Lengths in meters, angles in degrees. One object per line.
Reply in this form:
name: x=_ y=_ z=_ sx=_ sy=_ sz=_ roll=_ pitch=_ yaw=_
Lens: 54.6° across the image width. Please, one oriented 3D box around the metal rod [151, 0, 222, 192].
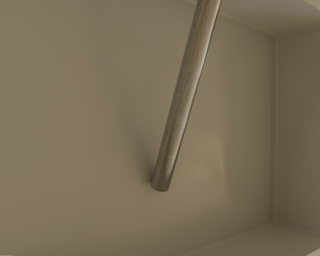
metal rod: x=0.033 y=-0.058 z=0.353 sx=0.025 sy=0.025 sz=0.298 roll=-5 pitch=119 yaw=-40
